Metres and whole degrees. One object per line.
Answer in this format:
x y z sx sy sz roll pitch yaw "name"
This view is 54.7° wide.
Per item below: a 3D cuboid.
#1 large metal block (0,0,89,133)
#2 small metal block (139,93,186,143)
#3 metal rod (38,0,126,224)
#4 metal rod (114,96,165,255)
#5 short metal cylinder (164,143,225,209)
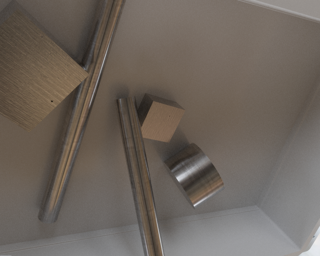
-0.129 -0.056 0.288 0.080 0.050 0.080 -44 130 2 "large metal block"
-0.003 -0.012 0.401 0.050 0.025 0.050 13 112 -34 "small metal block"
-0.092 -0.015 0.349 0.025 0.025 0.298 9 114 -33 "metal rod"
-0.016 0.110 0.382 0.025 0.025 0.298 -12 96 -22 "metal rod"
0.047 0.068 0.443 0.050 0.080 0.080 -33 129 -7 "short metal cylinder"
